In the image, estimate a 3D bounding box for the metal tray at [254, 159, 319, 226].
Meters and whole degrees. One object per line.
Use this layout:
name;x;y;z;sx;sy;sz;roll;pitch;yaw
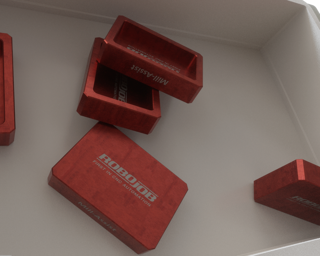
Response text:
metal tray;0.207;0.092;0.421;0.131;0.090;0.030;22;54;-15

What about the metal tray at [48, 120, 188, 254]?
metal tray;-0.043;0.062;0.343;0.130;0.030;0.090;39;51;-2

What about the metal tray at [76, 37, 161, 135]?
metal tray;-0.048;-0.057;0.391;0.091;0.030;0.130;17;40;-19

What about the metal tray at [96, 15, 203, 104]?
metal tray;-0.007;-0.092;0.408;0.131;0.030;0.090;23;38;-12

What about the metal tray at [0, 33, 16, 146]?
metal tray;-0.202;-0.045;0.320;0.091;0.030;0.130;0;62;-29
